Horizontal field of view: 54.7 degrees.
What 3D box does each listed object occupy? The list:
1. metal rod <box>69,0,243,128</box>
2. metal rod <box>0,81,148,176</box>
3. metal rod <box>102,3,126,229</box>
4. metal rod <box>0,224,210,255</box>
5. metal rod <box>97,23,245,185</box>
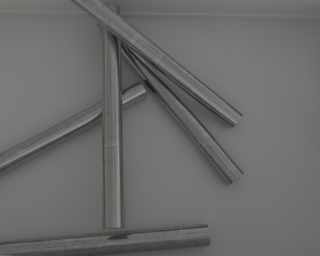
[{"bbox_3d":[-0.015,-0.102,0.407,0.300,0.025,0.025,38,74,-3],"label":"metal rod"},{"bbox_3d":[-0.153,0.019,0.400,0.302,0.025,0.025,-29,73,-11],"label":"metal rod"},{"bbox_3d":[-0.060,-0.030,0.392,0.025,0.025,0.299,-3,70,-2],"label":"metal rod"},{"bbox_3d":[-0.094,0.137,0.358,0.302,0.025,0.025,-4,70,-2],"label":"metal rod"},{"bbox_3d":[0.006,-0.049,0.427,0.025,0.025,0.300,-35,74,-12],"label":"metal rod"}]
